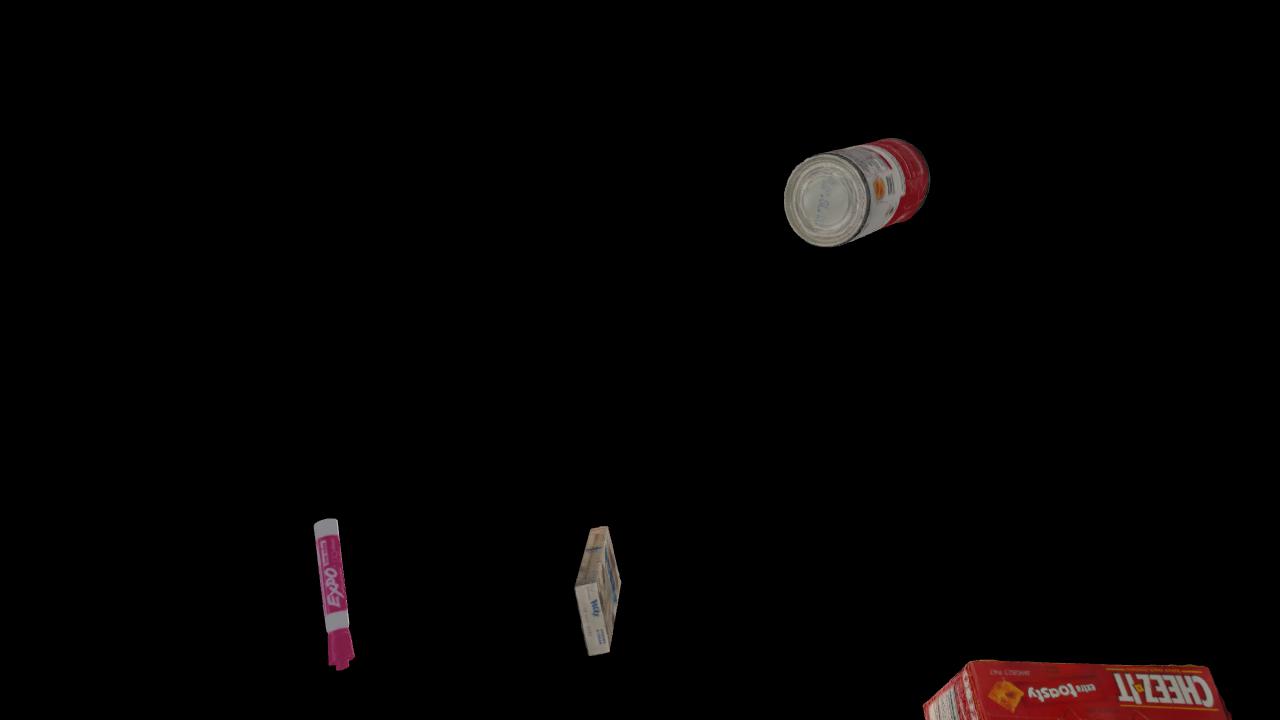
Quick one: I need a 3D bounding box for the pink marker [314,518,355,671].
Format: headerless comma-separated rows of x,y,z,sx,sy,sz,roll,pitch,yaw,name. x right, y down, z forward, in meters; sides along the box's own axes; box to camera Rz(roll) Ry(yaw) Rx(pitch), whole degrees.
-0.251,0.190,0.504,0.020,0.121,0.020,-18,-28,-10,pink marker

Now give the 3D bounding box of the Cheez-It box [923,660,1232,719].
0.352,0.315,0.527,0.166,0.071,0.223,-5,-37,10,Cheez-It box

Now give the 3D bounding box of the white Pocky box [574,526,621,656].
-0.048,0.265,0.724,0.028,0.084,0.154,-11,7,4,white Pocky box

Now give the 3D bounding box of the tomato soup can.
0.163,-0.126,0.459,0.101,0.068,0.068,-25,16,-40,tomato soup can
